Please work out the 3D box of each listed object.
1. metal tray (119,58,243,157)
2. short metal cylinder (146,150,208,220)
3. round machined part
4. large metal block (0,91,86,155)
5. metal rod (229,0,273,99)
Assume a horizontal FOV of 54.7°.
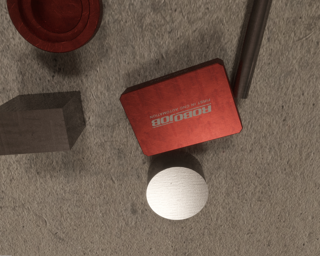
[{"bbox_3d":[0.027,-0.023,0.387,0.130,0.030,0.090,-16,110,16],"label":"metal tray"},{"bbox_3d":[0.023,0.077,0.425,0.081,0.050,0.079,0,110,-1],"label":"short metal cylinder"},{"bbox_3d":[-0.113,-0.136,0.349,0.099,0.042,0.097,0,110,-1],"label":"round machined part"},{"bbox_3d":[-0.143,-0.009,0.375,0.081,0.080,0.050,-4,110,1],"label":"large metal block"},{"bbox_3d":[0.122,-0.179,0.345,0.025,0.025,0.298,8,110,-4],"label":"metal rod"}]
